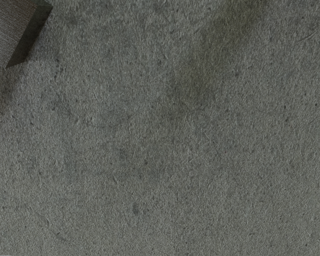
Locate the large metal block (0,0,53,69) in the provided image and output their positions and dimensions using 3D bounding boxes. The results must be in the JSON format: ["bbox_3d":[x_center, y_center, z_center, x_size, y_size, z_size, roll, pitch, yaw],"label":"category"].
[{"bbox_3d":[-0.183,-0.126,0.348,0.080,0.050,0.080,32,107,-12],"label":"large metal block"}]
